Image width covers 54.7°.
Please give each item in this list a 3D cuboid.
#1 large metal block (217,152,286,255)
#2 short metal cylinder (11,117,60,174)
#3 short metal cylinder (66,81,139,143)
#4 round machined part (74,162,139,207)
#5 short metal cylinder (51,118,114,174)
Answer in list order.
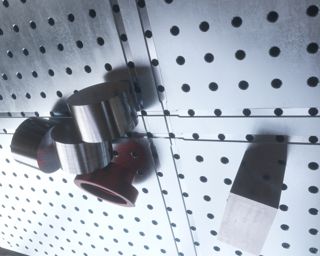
[{"bbox_3d":[0.110,0.089,0.372,0.050,0.080,0.079,17,125,18],"label":"large metal block"},{"bbox_3d":[-0.184,0.026,0.489,0.050,0.080,0.079,15,125,19],"label":"short metal cylinder"},{"bbox_3d":[-0.072,-0.023,0.400,0.080,0.080,0.050,1,119,27],"label":"short metal cylinder"},{"bbox_3d":[-0.078,0.082,0.475,0.098,0.042,0.098,17,154,9],"label":"round machined part"},{"bbox_3d":[-0.111,0.022,0.448,0.080,0.080,0.050,10,123,22],"label":"short metal cylinder"}]
